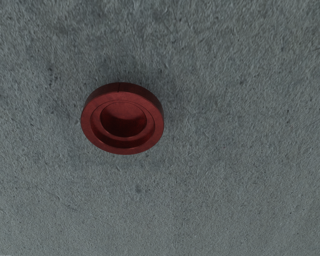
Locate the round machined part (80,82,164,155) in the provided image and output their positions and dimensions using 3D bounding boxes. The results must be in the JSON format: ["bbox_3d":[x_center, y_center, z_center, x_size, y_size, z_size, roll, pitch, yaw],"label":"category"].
[{"bbox_3d":[-0.044,-0.016,0.382,0.099,0.042,0.097,0,130,0],"label":"round machined part"}]
